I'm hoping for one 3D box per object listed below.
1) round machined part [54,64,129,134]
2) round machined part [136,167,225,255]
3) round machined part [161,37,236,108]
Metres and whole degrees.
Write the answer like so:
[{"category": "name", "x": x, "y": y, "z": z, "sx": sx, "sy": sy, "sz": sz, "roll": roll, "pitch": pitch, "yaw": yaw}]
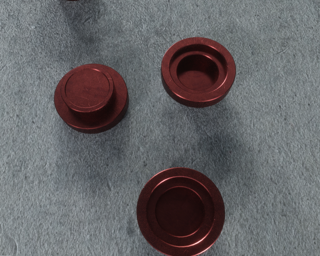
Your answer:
[{"category": "round machined part", "x": -0.093, "y": -0.045, "z": 0.415, "sx": 0.099, "sy": 0.042, "sz": 0.098, "roll": 0, "pitch": 70, "yaw": 0}, {"category": "round machined part", "x": 0.023, "y": 0.098, "z": 0.363, "sx": 0.099, "sy": 0.042, "sz": 0.098, "roll": 0, "pitch": 70, "yaw": 0}, {"category": "round machined part", "x": 0.051, "y": -0.072, "z": 0.426, "sx": 0.099, "sy": 0.042, "sz": 0.098, "roll": 0, "pitch": 70, "yaw": 0}]
